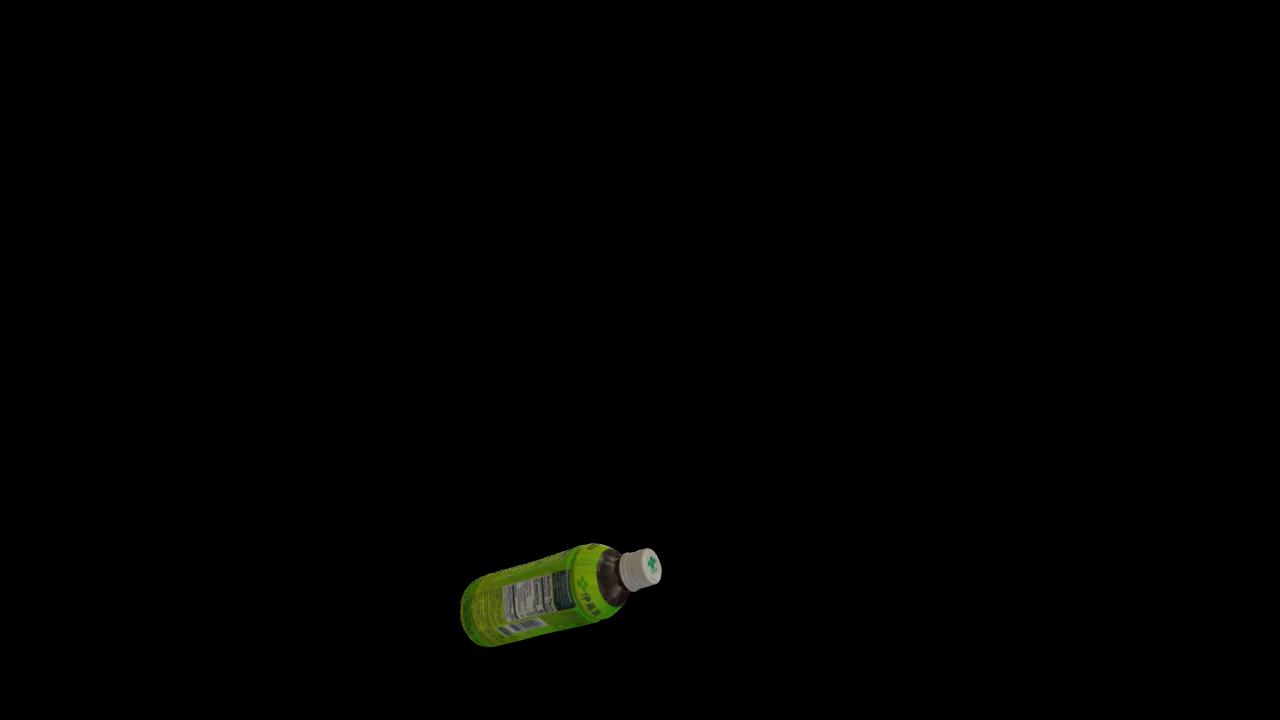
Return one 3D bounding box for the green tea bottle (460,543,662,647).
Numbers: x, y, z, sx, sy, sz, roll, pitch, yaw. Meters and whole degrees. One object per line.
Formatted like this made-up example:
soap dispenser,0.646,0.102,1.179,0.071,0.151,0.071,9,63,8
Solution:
green tea bottle,-0.074,0.217,0.575,0.212,0.073,0.073,-24,-12,29
